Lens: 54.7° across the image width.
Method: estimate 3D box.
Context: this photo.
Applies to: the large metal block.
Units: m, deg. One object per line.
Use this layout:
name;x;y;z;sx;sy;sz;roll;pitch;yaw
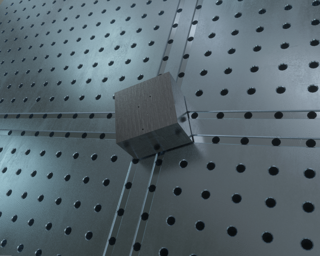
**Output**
large metal block;-0.010;-0.015;0.402;0.080;0.050;0.080;-19;55;17
